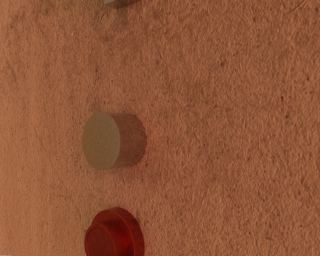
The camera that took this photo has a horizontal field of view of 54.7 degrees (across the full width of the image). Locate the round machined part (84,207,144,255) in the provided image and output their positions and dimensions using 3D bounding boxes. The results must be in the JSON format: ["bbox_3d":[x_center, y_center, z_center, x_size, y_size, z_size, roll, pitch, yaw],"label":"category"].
[{"bbox_3d":[-0.073,0.169,0.451,0.098,0.042,0.097,0,90,39],"label":"round machined part"}]

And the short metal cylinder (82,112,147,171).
[{"bbox_3d":[-0.066,0.018,0.440,0.080,0.050,0.079,0,90,39],"label":"short metal cylinder"}]

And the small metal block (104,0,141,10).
[{"bbox_3d":[-0.055,-0.206,0.448,0.050,0.025,0.050,0,90,39],"label":"small metal block"}]
